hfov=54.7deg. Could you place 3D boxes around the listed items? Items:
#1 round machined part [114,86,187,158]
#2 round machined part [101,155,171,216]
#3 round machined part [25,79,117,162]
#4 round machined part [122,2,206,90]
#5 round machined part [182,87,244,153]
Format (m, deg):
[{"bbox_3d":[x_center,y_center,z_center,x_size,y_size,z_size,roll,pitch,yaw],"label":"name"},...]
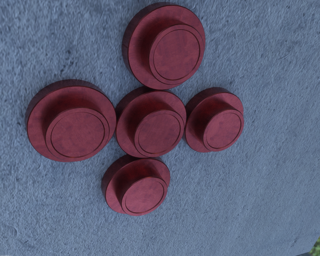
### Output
[{"bbox_3d":[-0.009,-0.002,0.393,0.099,0.042,0.097,-14,125,-21],"label":"round machined part"},{"bbox_3d":[-0.029,0.084,0.435,0.099,0.042,0.097,-14,125,-21],"label":"round machined part"},{"bbox_3d":[-0.095,-0.001,0.345,0.099,0.042,0.097,-14,125,-21],"label":"round machined part"},{"bbox_3d":[0.010,-0.088,0.350,0.099,0.042,0.097,-14,125,-21],"label":"round machined part"},{"bbox_3d":[0.079,-0.005,0.439,0.099,0.042,0.097,-14,125,-21],"label":"round machined part"}]
